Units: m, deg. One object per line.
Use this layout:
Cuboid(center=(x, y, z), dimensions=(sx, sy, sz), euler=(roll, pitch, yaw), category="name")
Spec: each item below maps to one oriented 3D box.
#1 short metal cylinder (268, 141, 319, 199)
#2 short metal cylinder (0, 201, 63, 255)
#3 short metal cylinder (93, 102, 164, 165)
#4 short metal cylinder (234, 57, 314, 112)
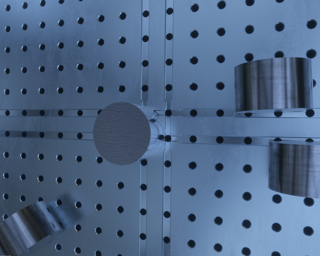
Cuboid(center=(0.158, 0.041, 0.328), dimensions=(0.080, 0.080, 0.050), euler=(1, 91, 19), category="short metal cylinder")
Cuboid(center=(-0.190, 0.151, 0.449), dimensions=(0.080, 0.080, 0.050), euler=(-41, 78, 15), category="short metal cylinder")
Cuboid(center=(-0.041, 0.007, 0.413), dimensions=(0.080, 0.050, 0.079), euler=(0, 90, 19), category="short metal cylinder")
Cuboid(center=(0.123, -0.044, 0.340), dimensions=(0.080, 0.080, 0.050), euler=(-2, 90, 19), category="short metal cylinder")
